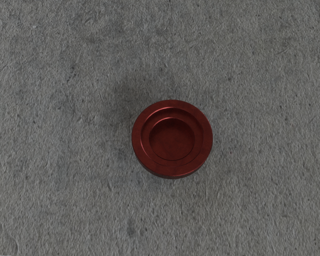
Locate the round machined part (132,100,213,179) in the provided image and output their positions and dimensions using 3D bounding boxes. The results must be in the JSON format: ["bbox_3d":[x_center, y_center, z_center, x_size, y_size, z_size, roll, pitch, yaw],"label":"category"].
[{"bbox_3d":[0.015,0.017,0.393,0.099,0.042,0.098,0,70,0],"label":"round machined part"}]
